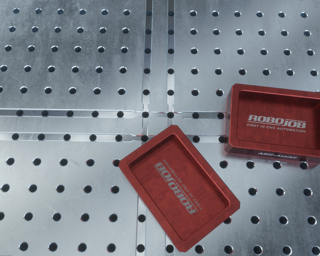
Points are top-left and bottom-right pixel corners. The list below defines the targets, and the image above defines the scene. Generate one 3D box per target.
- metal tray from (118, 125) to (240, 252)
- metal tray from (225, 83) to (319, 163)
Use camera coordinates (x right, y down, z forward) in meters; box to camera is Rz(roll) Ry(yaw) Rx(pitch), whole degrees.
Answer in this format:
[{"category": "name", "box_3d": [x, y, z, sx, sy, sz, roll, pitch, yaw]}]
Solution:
[{"category": "metal tray", "box_3d": [0.022, 0.071, 0.383, 0.090, 0.030, 0.130, -35, 74, -12]}, {"category": "metal tray", "box_3d": [0.156, -0.007, 0.412, 0.131, 0.030, 0.090, 7, 70, 2]}]
